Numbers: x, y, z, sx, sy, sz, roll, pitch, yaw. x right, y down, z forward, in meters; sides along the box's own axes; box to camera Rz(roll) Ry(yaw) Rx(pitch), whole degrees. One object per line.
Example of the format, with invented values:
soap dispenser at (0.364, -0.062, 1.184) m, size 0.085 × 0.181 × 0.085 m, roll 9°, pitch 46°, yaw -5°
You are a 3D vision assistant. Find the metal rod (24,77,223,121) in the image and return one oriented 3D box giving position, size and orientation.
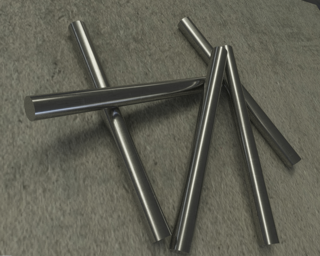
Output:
metal rod at (-0.017, -0.046, 0.398) m, size 0.302 × 0.025 × 0.025 m, roll -14°, pitch 69°, yaw -42°

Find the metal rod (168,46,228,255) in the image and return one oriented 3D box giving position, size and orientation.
metal rod at (0.057, 0.009, 0.408) m, size 0.025 × 0.025 × 0.300 m, roll 24°, pitch 60°, yaw -14°

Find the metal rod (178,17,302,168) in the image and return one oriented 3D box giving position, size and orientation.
metal rod at (0.126, -0.065, 0.513) m, size 0.025 × 0.025 × 0.299 m, roll -27°, pitch 77°, yaw -37°

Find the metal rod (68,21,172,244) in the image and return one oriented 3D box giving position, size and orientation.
metal rod at (-0.056, -0.010, 0.380) m, size 0.025 × 0.025 × 0.299 m, roll -12°, pitch 68°, yaw -33°

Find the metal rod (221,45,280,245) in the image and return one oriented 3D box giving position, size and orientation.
metal rod at (0.122, 0.010, 0.448) m, size 0.025 × 0.025 × 0.299 m, roll 5°, pitch 65°, yaw -26°
